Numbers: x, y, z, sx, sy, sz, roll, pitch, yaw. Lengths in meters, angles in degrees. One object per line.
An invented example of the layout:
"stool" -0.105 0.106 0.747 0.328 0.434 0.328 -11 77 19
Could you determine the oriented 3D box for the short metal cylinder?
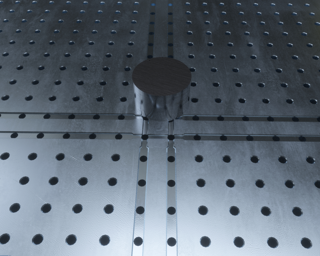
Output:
"short metal cylinder" 0.003 -0.055 0.438 0.080 0.050 0.080 0 50 0
